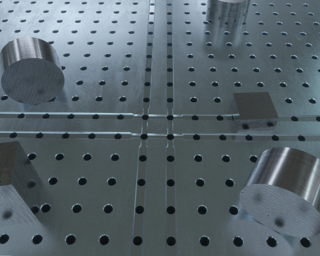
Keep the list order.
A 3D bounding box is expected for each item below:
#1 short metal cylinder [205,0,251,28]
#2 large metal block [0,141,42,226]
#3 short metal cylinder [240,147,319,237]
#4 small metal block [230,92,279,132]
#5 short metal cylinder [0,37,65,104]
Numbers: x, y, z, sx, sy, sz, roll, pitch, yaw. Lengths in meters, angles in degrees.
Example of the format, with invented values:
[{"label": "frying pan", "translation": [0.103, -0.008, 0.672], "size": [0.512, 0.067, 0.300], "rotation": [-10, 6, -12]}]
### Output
[{"label": "short metal cylinder", "translation": [0.129, -0.235, 0.590], "size": [0.080, 0.050, 0.080], "rotation": [0, 50, 0]}, {"label": "large metal block", "translation": [-0.176, 0.062, 0.318], "size": [0.081, 0.080, 0.050], "rotation": [-8, 51, -6]}, {"label": "short metal cylinder", "translation": [0.130, 0.066, 0.317], "size": [0.080, 0.080, 0.050], "rotation": [25, 55, 20]}, {"label": "small metal block", "translation": [0.129, -0.023, 0.427], "size": [0.050, 0.025, 0.050], "rotation": [-3, 50, -2]}, {"label": "short metal cylinder", "translation": [-0.181, -0.080, 0.438], "size": [0.081, 0.080, 0.050], "rotation": [-17, 52, -14]}]
